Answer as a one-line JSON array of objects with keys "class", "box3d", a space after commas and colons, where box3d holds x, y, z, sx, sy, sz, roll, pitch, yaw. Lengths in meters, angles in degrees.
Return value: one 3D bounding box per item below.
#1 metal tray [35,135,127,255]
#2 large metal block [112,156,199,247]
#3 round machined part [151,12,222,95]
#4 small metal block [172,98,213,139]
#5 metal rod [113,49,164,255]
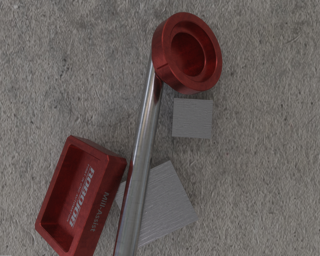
[{"class": "metal tray", "box3d": [-0.100, 0.083, 0.380, 0.090, 0.030, 0.129, 20, 90, 41]}, {"class": "large metal block", "box3d": [-0.007, 0.091, 0.398, 0.080, 0.050, 0.080, -26, 90, 0]}, {"class": "round machined part", "box3d": [0.029, -0.088, 0.386, 0.099, 0.042, 0.098, 8, 76, -36]}, {"class": "small metal block", "box3d": [0.042, -0.012, 0.410, 0.050, 0.025, 0.050, 3, 90, 0]}, {"class": "metal rod", "box3d": [-0.022, 0.033, 0.366, 0.025, 0.025, 0.299, 9, 72, 0]}]
